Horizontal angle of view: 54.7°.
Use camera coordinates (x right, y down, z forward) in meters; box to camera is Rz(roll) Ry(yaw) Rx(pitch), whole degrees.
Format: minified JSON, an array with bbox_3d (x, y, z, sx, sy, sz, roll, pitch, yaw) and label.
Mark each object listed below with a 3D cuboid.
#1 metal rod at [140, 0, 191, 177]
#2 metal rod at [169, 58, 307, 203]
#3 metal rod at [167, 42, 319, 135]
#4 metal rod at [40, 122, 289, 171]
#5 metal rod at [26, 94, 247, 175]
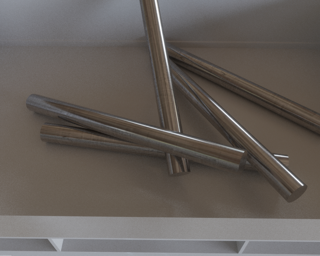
[{"bbox_3d":[-0.001,-0.088,0.393,0.025,0.025,0.299,-7,71,-6],"label":"metal rod"},{"bbox_3d":[0.066,-0.024,0.403,0.025,0.025,0.300,-22,47,-18],"label":"metal rod"},{"bbox_3d":[0.104,-0.071,0.465,0.300,0.025,0.025,32,57,23],"label":"metal rod"},{"bbox_3d":[0.001,0.025,0.384,0.302,0.025,0.025,7,51,6],"label":"metal rod"},{"bbox_3d":[-0.049,-0.001,0.364,0.300,0.025,0.025,15,51,28],"label":"metal rod"}]
